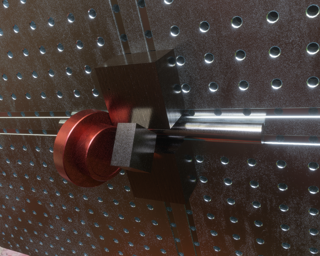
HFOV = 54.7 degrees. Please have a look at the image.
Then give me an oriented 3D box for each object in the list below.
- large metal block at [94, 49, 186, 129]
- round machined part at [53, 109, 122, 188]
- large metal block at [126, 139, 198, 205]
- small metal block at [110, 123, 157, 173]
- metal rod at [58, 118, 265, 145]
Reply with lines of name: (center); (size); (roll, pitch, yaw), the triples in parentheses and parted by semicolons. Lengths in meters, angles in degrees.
large metal block: (-0.022, -0.046, 0.378); (0.080, 0.050, 0.080); (1, 119, 28)
round machined part: (-0.077, 0.028, 0.384); (0.042, 0.099, 0.097); (13, 125, 38)
large metal block: (0.001, 0.053, 0.428); (0.080, 0.050, 0.080); (1, 119, 27)
small metal block: (-0.030, 0.025, 0.369); (0.025, 0.050, 0.050); (1, 75, 28)
metal rod: (-0.017, 0.001, 0.421); (0.300, 0.025, 0.025); (2, 120, 27)
